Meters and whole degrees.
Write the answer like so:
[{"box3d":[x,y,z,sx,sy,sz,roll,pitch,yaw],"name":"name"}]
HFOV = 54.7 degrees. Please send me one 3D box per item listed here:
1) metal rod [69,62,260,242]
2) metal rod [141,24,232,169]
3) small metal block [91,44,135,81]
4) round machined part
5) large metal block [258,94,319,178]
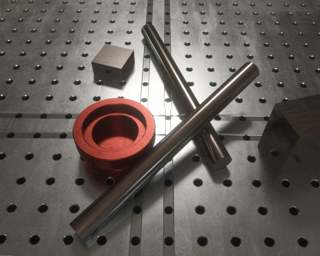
[{"box3d":[0.020,0.014,0.370,0.025,0.025,0.301,37,67,26],"name":"metal rod"},{"box3d":[0.027,-0.067,0.463,0.025,0.025,0.299,-14,52,-12],"name":"metal rod"},{"box3d":[-0.074,-0.106,0.495,0.050,0.025,0.050,15,52,12],"name":"small metal block"},{"box3d":[-0.054,0.011,0.387,0.099,0.042,0.098,0,50,0],"name":"round machined part"},{"box3d":[0.174,0.008,0.367,0.081,0.080,0.050,-12,51,-10],"name":"large metal block"}]
